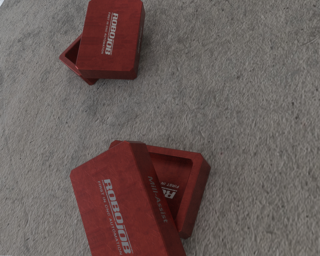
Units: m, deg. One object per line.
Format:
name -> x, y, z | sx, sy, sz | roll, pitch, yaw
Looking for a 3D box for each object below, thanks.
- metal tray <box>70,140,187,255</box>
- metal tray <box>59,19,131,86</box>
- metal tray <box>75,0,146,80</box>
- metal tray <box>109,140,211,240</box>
metal tray -> -0.038, 0.089, 0.323 | 0.090, 0.030, 0.130 | -29, 72, 25
metal tray -> -0.106, -0.145, 0.545 | 0.130, 0.030, 0.090 | -48, 51, -6
metal tray -> -0.076, -0.143, 0.496 | 0.090, 0.030, 0.130 | 3, 72, 7
metal tray -> -0.015, 0.067, 0.367 | 0.130, 0.030, 0.090 | 7, 65, 31
